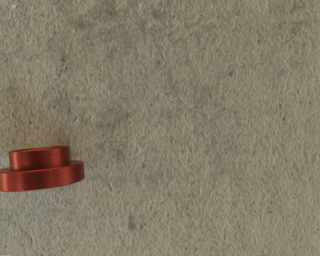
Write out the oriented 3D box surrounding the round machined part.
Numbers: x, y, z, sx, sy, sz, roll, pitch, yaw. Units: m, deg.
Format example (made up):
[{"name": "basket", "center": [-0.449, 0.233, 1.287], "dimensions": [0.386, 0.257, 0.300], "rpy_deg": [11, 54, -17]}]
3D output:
[{"name": "round machined part", "center": [-0.142, 0.045, 0.372], "dimensions": [0.099, 0.098, 0.042], "rpy_deg": [-4, 90, -1]}]
